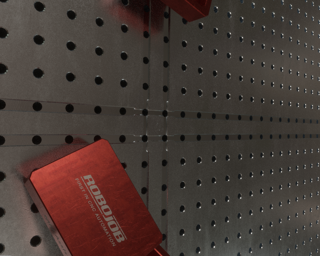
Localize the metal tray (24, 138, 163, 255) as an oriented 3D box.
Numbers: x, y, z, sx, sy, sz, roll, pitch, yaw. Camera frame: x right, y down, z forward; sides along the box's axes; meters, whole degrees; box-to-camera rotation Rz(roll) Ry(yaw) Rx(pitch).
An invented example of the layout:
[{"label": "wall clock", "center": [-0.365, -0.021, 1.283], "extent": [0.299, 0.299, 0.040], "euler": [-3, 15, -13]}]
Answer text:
[{"label": "metal tray", "center": [-0.066, 0.087, 0.322], "extent": [0.091, 0.030, 0.130], "euler": [-28, 86, -37]}]

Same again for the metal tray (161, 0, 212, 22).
[{"label": "metal tray", "center": [0.035, -0.216, 0.396], "extent": [0.090, 0.030, 0.129], "euler": [23, 76, -38]}]

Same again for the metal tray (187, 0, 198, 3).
[{"label": "metal tray", "center": [0.014, -0.238, 0.419], "extent": [0.131, 0.030, 0.089], "euler": [6, 87, -40]}]

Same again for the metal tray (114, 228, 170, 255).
[{"label": "metal tray", "center": [-0.030, 0.192, 0.348], "extent": [0.090, 0.030, 0.130], "euler": [52, 38, -22]}]
